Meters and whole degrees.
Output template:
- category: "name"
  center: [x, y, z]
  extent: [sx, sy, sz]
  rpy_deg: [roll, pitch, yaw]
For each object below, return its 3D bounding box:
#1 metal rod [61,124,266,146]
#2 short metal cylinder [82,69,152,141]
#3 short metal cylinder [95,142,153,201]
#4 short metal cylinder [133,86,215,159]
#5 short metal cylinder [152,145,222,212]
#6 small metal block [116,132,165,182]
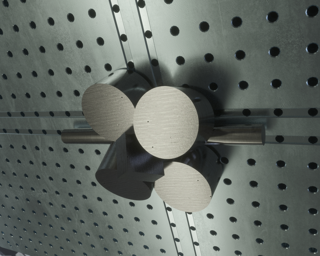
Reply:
- category: "metal rod"
  center: [-0.015, 0.010, 0.420]
  extent: [0.300, 0.025, 0.025]
  rpy_deg: [-1, 118, 28]
- category: "short metal cylinder"
  center: [-0.052, -0.029, 0.399]
  extent: [0.080, 0.050, 0.079]
  rpy_deg: [13, 124, 21]
- category: "short metal cylinder"
  center: [-0.043, 0.059, 0.433]
  extent: [0.080, 0.050, 0.080]
  rpy_deg: [14, 143, 11]
- category: "short metal cylinder"
  center: [0.017, -0.008, 0.360]
  extent: [0.080, 0.050, 0.079]
  rpy_deg: [3, 97, 28]
- category: "short metal cylinder"
  center: [0.037, 0.064, 0.410]
  extent: [0.080, 0.050, 0.079]
  rpy_deg: [13, 124, 21]
- category: "small metal block"
  center: [-0.025, 0.036, 0.380]
  extent: [0.050, 0.050, 0.025]
  rpy_deg: [13, 146, -32]
